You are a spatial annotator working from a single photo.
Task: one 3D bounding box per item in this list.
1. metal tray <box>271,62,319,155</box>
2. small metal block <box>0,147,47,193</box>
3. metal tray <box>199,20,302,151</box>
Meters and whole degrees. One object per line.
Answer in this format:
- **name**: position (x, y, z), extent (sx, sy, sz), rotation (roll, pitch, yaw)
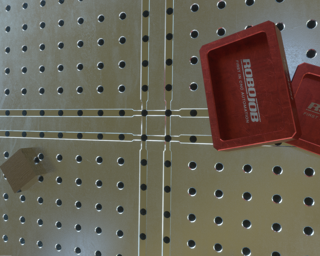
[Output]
- **metal tray**: position (0.201, -0.009, 0.339), extent (0.130, 0.030, 0.089), rotation (22, 97, 18)
- **small metal block**: position (-0.214, 0.066, 0.486), extent (0.050, 0.025, 0.050), rotation (-38, 78, 15)
- **metal tray**: position (0.099, -0.044, 0.353), extent (0.090, 0.030, 0.129), rotation (-14, 77, 32)
